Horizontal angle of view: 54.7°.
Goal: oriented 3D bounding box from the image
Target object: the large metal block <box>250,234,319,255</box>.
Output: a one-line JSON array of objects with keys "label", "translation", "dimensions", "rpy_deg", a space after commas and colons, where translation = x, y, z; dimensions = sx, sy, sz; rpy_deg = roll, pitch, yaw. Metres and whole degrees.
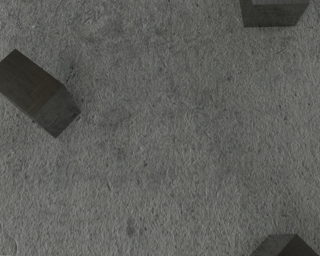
[{"label": "large metal block", "translation": [0.141, 0.159, 0.322], "dimensions": [0.050, 0.080, 0.080], "rpy_deg": [-41, 75, -13]}]

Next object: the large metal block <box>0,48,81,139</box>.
[{"label": "large metal block", "translation": [-0.157, -0.040, 0.392], "dimensions": [0.080, 0.080, 0.050], "rpy_deg": [36, 74, 12]}]

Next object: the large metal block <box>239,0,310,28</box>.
[{"label": "large metal block", "translation": [0.168, -0.202, 0.470], "dimensions": [0.081, 0.050, 0.080], "rpy_deg": [-2, 70, -1]}]
